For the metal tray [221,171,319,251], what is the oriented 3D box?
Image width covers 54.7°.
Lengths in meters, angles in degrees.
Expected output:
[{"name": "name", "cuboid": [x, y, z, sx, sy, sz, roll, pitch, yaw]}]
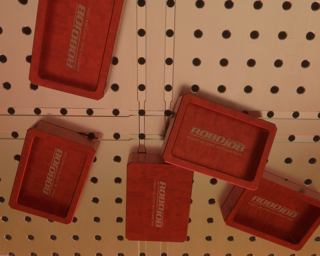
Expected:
[{"name": "metal tray", "cuboid": [0.169, 0.120, 0.457, 0.131, 0.030, 0.089, 22, 108, -9]}]

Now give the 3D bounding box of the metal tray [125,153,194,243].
[{"name": "metal tray", "cuboid": [-0.002, 0.103, 0.449, 0.091, 0.030, 0.129, 3, 110, -2]}]

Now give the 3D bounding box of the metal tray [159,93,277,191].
[{"name": "metal tray", "cuboid": [0.075, 0.018, 0.401, 0.131, 0.030, 0.090, 19, 87, -7]}]

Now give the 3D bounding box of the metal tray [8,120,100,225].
[{"name": "metal tray", "cuboid": [-0.148, 0.064, 0.432, 0.091, 0.030, 0.129, 20, 109, -8]}]

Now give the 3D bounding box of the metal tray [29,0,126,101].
[{"name": "metal tray", "cuboid": [-0.098, -0.107, 0.369, 0.091, 0.030, 0.129, 14, 109, -6]}]
